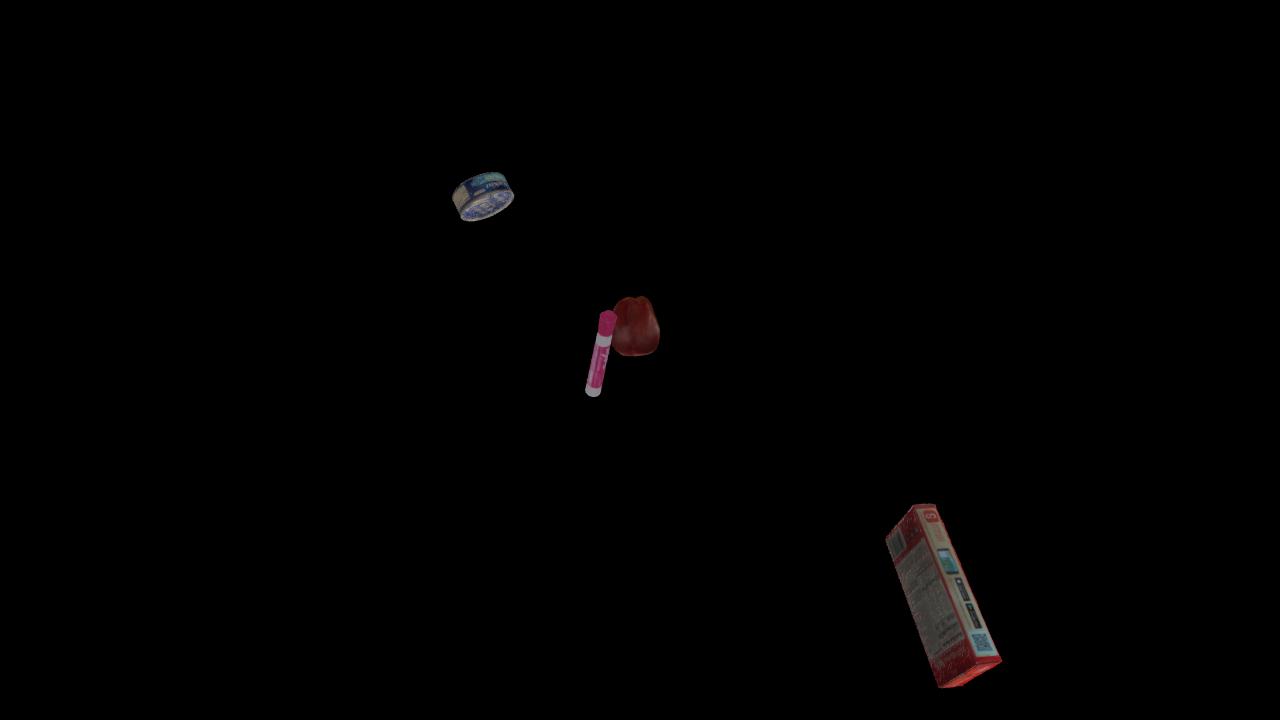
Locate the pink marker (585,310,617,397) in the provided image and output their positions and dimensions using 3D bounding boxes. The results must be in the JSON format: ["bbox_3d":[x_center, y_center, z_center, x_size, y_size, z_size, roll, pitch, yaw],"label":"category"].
[{"bbox_3d":[-0.044,-0.007,0.691,0.020,0.121,0.020,8,41,-7],"label":"pink marker"}]

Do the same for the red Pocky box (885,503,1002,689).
[{"bbox_3d":[0.294,0.231,0.610,0.028,0.155,0.083,0,-41,-6],"label":"red Pocky box"}]

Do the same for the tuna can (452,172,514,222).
[{"bbox_3d":[-0.226,-0.236,0.888,0.084,0.034,0.084,-26,-2,-1],"label":"tuna can"}]

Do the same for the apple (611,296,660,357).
[{"bbox_3d":[-0.009,-0.048,0.929,0.079,0.093,0.079,-5,15,1],"label":"apple"}]
